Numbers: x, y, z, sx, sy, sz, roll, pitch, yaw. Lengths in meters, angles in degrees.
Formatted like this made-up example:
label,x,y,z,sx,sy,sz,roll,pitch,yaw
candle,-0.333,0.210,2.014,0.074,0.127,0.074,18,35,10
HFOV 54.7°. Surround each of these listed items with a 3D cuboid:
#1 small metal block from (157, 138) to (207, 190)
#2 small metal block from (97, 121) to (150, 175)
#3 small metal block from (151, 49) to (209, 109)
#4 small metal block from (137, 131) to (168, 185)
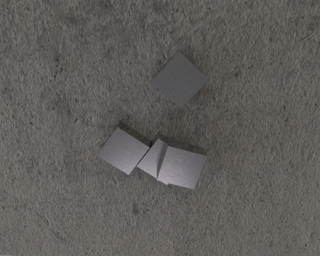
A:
label,x,y,z,sx,sy,sz,roll,pitch,yaw
small metal block,0.027,0.046,0.400,0.050,0.025,0.050,15,109,-6
small metal block,-0.048,0.027,0.419,0.050,0.025,0.050,34,107,-12
small metal block,0.024,-0.061,0.387,0.050,0.025,0.050,41,105,-14
small metal block,0.004,0.042,0.425,0.050,0.025,0.050,34,107,-12
